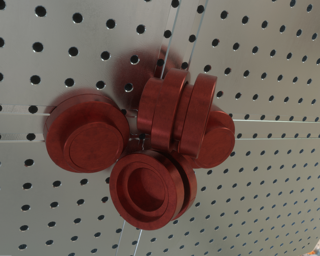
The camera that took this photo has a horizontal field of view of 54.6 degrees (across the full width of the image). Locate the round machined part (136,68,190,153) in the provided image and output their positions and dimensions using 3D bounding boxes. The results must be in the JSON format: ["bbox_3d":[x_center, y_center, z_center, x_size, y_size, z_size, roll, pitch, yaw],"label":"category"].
[{"bbox_3d":[0.003,-0.023,0.366,0.042,0.098,0.097,14,118,10],"label":"round machined part"}]

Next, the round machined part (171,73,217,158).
[{"bbox_3d":[0.035,-0.017,0.363,0.042,0.098,0.097,14,118,10],"label":"round machined part"}]

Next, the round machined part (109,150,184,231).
[{"bbox_3d":[-0.013,0.076,0.397,0.042,0.098,0.097,-15,132,-60],"label":"round machined part"}]

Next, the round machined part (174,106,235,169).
[{"bbox_3d":[0.069,0.020,0.449,0.099,0.042,0.097,-14,124,-21],"label":"round machined part"}]

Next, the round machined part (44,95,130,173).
[{"bbox_3d":[-0.081,0.014,0.363,0.099,0.042,0.097,-14,124,-21],"label":"round machined part"}]

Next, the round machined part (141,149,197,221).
[{"bbox_3d":[0.006,0.074,0.424,0.042,0.098,0.097,-14,131,-60],"label":"round machined part"}]
